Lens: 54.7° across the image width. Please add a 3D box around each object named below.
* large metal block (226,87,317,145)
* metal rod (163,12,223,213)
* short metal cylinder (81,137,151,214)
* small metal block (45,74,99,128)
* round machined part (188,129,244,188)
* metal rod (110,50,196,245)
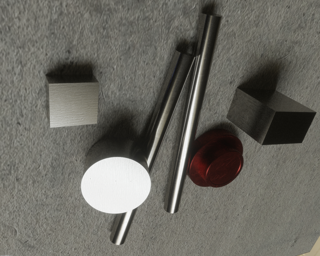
[{"bbox_3d":[0.159,-0.019,0.449,0.081,0.080,0.050,-1,119,-29],"label":"large metal block"},{"bbox_3d":[0.039,-0.002,0.428,0.025,0.025,0.298,-6,121,-26],"label":"metal rod"},{"bbox_3d":[-0.054,0.058,0.383,0.081,0.050,0.079,-3,115,-7],"label":"short metal cylinder"},{"bbox_3d":[-0.096,-0.030,0.337,0.050,0.025,0.050,-6,121,-26],"label":"small metal block"},{"bbox_3d":[0.089,0.053,0.480,0.099,0.042,0.097,-14,125,-21],"label":"round machined part"},{"bbox_3d":[-0.017,0.041,0.423,0.025,0.025,0.298,6,115,-32],"label":"metal rod"}]
